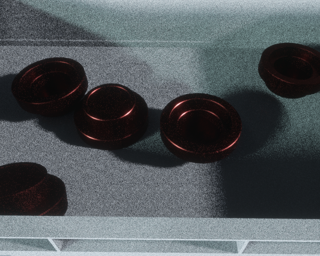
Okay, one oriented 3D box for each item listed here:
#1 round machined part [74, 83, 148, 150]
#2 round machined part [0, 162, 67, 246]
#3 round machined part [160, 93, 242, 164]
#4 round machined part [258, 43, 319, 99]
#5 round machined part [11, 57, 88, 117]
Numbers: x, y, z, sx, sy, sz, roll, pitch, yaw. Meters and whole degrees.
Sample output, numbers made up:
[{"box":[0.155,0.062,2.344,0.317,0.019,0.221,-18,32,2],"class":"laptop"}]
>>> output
[{"box":[-0.065,-0.022,0.412,0.099,0.042,0.098,0,50,0],"class":"round machined part"},{"box":[-0.146,0.068,0.309,0.099,0.042,0.098,-1,21,1],"class":"round machined part"},{"box":[0.049,0.004,0.391,0.099,0.042,0.098,0,50,0],"class":"round machined part"},{"box":[0.197,-0.082,0.464,0.099,0.042,0.098,0,50,0],"class":"round machined part"},{"box":[-0.150,-0.053,0.435,0.099,0.042,0.098,-2,48,3],"class":"round machined part"}]
